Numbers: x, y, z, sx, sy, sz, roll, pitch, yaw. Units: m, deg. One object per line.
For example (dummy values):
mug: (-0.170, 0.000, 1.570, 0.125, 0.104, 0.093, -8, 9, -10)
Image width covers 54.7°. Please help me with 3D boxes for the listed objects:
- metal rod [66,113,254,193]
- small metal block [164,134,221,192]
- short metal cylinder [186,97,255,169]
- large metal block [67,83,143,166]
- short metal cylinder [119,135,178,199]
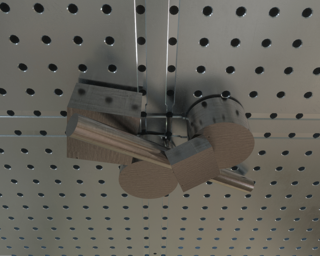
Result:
metal rod: (0.025, 0.043, 0.398, 0.302, 0.025, 0.025, 22, 128, -36)
small metal block: (0.039, 0.042, 0.368, 0.050, 0.025, 0.050, -25, 128, -3)
short metal cylinder: (0.075, 0.008, 0.398, 0.081, 0.050, 0.079, 0, 130, 0)
large metal block: (-0.069, -0.003, 0.385, 0.081, 0.050, 0.079, 8, 130, -7)
short metal cylinder: (-0.015, 0.055, 0.437, 0.081, 0.050, 0.079, 0, 130, 0)
